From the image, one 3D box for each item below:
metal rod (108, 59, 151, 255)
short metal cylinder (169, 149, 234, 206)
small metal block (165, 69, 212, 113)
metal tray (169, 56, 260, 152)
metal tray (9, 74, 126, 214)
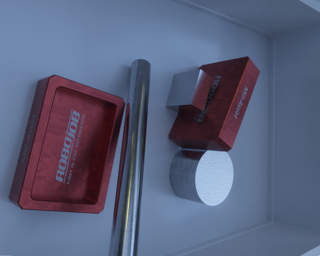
[{"bbox_3d":[-0.029,0.047,0.309,0.025,0.025,0.300,31,48,-36],"label":"metal rod"},{"bbox_3d":[0.060,0.066,0.443,0.081,0.050,0.079,0,90,-40],"label":"short metal cylinder"},{"bbox_3d":[0.039,-0.049,0.425,0.025,0.050,0.050,25,74,-38],"label":"small metal block"},{"bbox_3d":[0.074,-0.033,0.428,0.030,0.090,0.130,39,66,-34],"label":"metal tray"},{"bbox_3d":[-0.093,0.020,0.326,0.091,0.030,0.129,17,79,-39],"label":"metal tray"}]
